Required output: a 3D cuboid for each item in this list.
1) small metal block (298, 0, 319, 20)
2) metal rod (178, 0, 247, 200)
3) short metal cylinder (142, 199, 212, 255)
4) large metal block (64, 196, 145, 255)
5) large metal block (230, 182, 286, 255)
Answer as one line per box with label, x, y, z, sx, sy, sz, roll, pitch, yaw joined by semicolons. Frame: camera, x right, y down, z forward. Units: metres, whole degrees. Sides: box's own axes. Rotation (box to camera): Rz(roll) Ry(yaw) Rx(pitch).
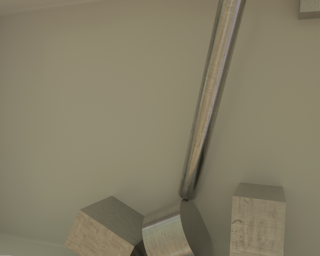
small metal block;0.184;-0.152;0.346;0.050;0.025;0.050;3;91;19
metal rod;0.056;-0.045;0.330;0.025;0.025;0.298;19;120;18
short metal cylinder;0.022;0.132;0.373;0.050;0.080;0.080;-27;82;18
large metal block;-0.060;0.138;0.401;0.080;0.080;0.050;28;99;17
large metal block;0.109;0.109;0.343;0.050;0.080;0.079;3;91;20
